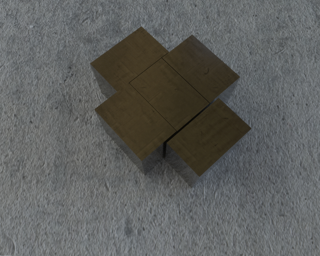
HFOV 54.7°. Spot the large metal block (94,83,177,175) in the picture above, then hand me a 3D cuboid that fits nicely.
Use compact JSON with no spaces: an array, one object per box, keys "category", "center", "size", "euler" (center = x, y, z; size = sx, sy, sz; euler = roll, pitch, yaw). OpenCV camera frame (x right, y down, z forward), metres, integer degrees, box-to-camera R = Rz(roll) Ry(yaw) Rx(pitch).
[{"category":"large metal block","center":[-0.028,0.005,0.379],"size":[0.050,0.080,0.080],"euler":[-41,75,-13]}]

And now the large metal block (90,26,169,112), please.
[{"category":"large metal block","center":[-0.036,-0.070,0.406],"size":[0.080,0.080,0.050],"euler":[-40,75,-13]}]

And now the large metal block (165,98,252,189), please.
[{"category":"large metal block","center":[0.054,0.022,0.373],"size":[0.080,0.080,0.050],"euler":[-40,75,-13]}]

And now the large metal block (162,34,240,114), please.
[{"category":"large metal block","center":[0.048,-0.058,0.403],"size":[0.050,0.080,0.080],"euler":[-41,75,-13]}]

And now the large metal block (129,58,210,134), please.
[{"category":"large metal block","center":[0.010,-0.027,0.390],"size":[0.050,0.080,0.080],"euler":[-41,75,-13]}]
